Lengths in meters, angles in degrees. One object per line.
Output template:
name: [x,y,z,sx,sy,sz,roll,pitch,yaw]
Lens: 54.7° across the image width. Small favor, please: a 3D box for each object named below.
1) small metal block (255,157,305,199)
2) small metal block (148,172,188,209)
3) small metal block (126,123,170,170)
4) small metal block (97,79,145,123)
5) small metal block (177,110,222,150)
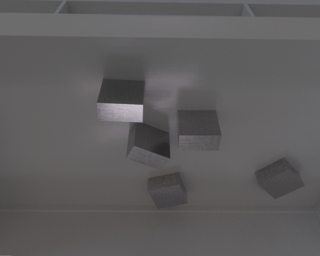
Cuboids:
small metal block: [0.184,0.079,0.477,0.050,0.025,0.050,-35,122,26]
small metal block: [0.013,0.101,0.495,0.050,0.025,0.050,-14,129,11]
small metal block: [-0.015,0.023,0.412,0.050,0.050,0.025,21,127,-17]
small metal block: [-0.044,-0.033,0.364,0.050,0.050,0.025,3,130,-2]
small metal block: [0.048,0.002,0.395,0.050,0.050,0.025,0,130,0]
